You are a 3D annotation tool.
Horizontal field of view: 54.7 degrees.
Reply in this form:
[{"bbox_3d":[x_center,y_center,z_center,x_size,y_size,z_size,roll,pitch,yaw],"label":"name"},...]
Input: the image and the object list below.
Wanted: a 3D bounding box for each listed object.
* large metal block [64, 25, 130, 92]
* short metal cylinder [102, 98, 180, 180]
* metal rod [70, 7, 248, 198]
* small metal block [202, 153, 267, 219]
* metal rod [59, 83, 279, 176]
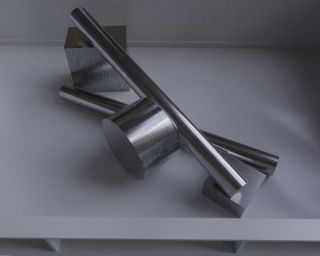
[{"bbox_3d":[-0.086,-0.099,0.450,0.081,0.080,0.050,-3,50,-3],"label":"large metal block"},{"bbox_3d":[-0.023,0.012,0.356,0.050,0.080,0.080,-33,58,-25],"label":"short metal cylinder"},{"bbox_3d":[-0.014,-0.043,0.364,0.025,0.025,0.300,-33,70,-25],"label":"metal rod"},{"bbox_3d":[0.083,0.064,0.351,0.050,0.025,0.050,31,56,23],"label":"small metal block"},{"bbox_3d":[0.000,-0.004,0.406,0.301,0.025,0.025,20,53,15],"label":"metal rod"}]
